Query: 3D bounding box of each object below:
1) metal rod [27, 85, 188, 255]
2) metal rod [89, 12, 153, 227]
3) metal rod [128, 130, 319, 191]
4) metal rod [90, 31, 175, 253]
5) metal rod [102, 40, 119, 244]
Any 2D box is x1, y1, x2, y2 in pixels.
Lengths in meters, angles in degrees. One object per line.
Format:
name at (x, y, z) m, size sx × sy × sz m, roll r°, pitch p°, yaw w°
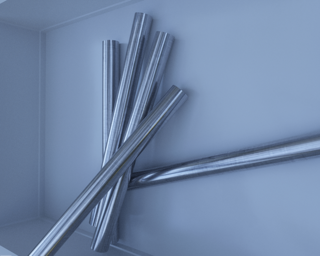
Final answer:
metal rod at (-0.071, 0.068, 0.384) m, size 0.025 × 0.025 × 0.300 m, roll 40°, pitch 89°, yaw 32°
metal rod at (-0.056, -0.009, 0.432) m, size 0.025 × 0.025 × 0.298 m, roll 16°, pitch 95°, yaw 38°
metal rod at (0.058, 0.044, 0.357) m, size 0.300 × 0.025 × 0.025 m, roll -18°, pitch 79°, yaw 38°
metal rod at (-0.038, 0.021, 0.411) m, size 0.025 × 0.025 × 0.298 m, roll 21°, pitch 95°, yaw 38°
metal rod at (-0.074, 0.020, 0.465) m, size 0.025 × 0.025 × 0.298 m, roll 0°, pitch 90°, yaw 39°
